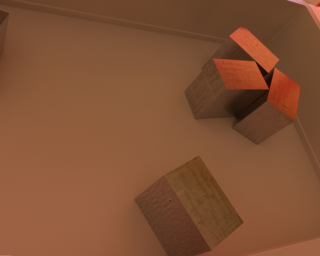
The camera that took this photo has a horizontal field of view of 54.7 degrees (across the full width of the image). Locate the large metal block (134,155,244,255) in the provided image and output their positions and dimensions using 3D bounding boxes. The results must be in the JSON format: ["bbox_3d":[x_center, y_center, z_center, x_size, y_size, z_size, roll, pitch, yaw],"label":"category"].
[{"bbox_3d":[0.027,0.088,0.333,0.050,0.080,0.080,-24,75,-37],"label":"large metal block"}]

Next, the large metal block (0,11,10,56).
[{"bbox_3d":[-0.212,-0.096,0.318,0.081,0.050,0.080,16,35,-20],"label":"large metal block"}]

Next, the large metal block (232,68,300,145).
[{"bbox_3d":[0.165,-0.033,0.482,0.050,0.080,0.080,33,51,-7],"label":"large metal block"}]

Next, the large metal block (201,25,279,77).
[{"bbox_3d":[0.129,-0.104,0.506,0.080,0.080,0.050,44,51,2],"label":"large metal block"}]

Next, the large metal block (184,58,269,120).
[{"bbox_3d":[0.096,-0.055,0.458,0.081,0.080,0.050,-4,64,-30],"label":"large metal block"}]
